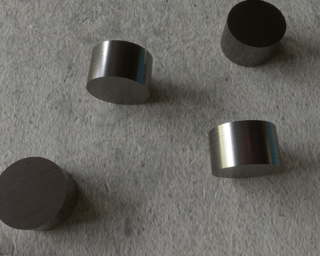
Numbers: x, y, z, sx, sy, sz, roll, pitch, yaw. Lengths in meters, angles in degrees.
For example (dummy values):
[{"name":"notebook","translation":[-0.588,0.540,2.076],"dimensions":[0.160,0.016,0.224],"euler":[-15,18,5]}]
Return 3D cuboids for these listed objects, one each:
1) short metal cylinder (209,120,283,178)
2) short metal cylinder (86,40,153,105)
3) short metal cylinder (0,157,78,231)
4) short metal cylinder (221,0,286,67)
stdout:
[{"name":"short metal cylinder","translation":[0.100,0.028,0.370],"dimensions":[0.081,0.080,0.050],"euler":[-1,70,-1]},{"name":"short metal cylinder","translation":[-0.051,-0.069,0.404],"dimensions":[0.081,0.080,0.050],"euler":[4,70,1]},{"name":"short metal cylinder","translation":[-0.143,0.079,0.364],"dimensions":[0.081,0.050,0.080],"euler":[0,70,0]},{"name":"short metal cylinder","translation":[0.132,-0.135,0.446],"dimensions":[0.081,0.050,0.080],"euler":[0,70,0]}]
